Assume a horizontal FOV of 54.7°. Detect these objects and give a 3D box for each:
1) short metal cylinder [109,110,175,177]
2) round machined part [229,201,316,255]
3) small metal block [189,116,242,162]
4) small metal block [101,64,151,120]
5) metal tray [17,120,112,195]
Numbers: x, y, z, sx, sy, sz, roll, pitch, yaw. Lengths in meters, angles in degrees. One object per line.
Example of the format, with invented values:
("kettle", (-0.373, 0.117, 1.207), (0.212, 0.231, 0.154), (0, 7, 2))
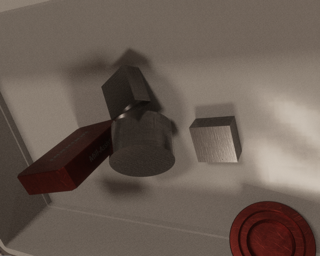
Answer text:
("short metal cylinder", (-0.023, 0.022, 0.393), (0.081, 0.050, 0.080), (-2, 144, -2))
("round machined part", (0.139, 0.146, 0.389), (0.098, 0.098, 0.042), (13, 157, 21))
("small metal block", (0.069, 0.014, 0.381), (0.050, 0.025, 0.050), (-4, 117, 29))
("small metal block", (-0.044, -0.043, 0.389), (0.050, 0.025, 0.050), (-36, 65, 38))
("metal tray", (-0.113, 0.036, 0.420), (0.090, 0.131, 0.030), (-12, 112, 33))
